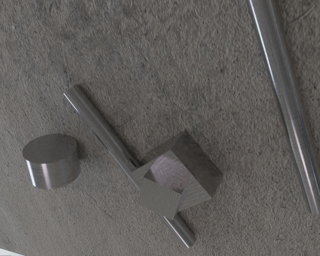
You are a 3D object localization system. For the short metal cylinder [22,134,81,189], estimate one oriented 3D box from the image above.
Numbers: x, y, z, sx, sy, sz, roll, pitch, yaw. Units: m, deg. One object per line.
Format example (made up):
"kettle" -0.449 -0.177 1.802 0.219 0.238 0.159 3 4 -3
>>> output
"short metal cylinder" -0.170 0.051 0.493 0.080 0.080 0.050 14 124 20

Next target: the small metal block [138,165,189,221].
"small metal block" 0.003 0.082 0.391 0.050 0.025 0.050 22 127 14

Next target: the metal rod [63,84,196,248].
"metal rod" -0.040 0.064 0.466 0.025 0.025 0.299 -28 103 37

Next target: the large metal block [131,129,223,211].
"large metal block" 0.023 0.061 0.417 0.080 0.050 0.080 -34 100 38

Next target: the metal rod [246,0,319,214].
"metal rod" 0.130 -0.035 0.316 0.025 0.025 0.299 -11 113 33
